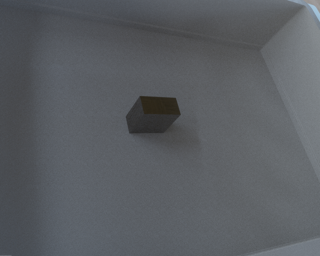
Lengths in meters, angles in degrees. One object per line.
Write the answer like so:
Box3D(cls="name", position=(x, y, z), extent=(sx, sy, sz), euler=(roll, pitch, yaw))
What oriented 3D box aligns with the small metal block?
Box3D(cls="small metal block", position=(-0.010, -0.016, 0.395), extent=(0.050, 0.050, 0.025), euler=(0, 62, -29))
